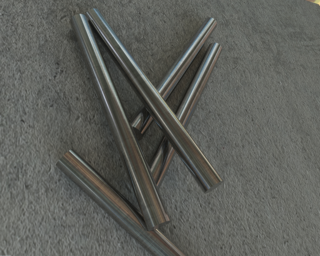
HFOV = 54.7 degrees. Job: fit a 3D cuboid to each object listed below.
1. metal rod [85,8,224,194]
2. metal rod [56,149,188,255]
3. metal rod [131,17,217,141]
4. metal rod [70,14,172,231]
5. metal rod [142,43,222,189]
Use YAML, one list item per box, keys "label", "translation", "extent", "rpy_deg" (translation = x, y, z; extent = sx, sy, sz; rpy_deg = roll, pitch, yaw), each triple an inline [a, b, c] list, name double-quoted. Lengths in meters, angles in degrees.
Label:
- label: "metal rod"
  translation: [-0.020, -0.049, 0.394]
  extent: [0.025, 0.025, 0.299]
  rpy_deg: [-18, 62, -35]
- label: "metal rod"
  translation: [0.009, 0.133, 0.327]
  extent: [0.300, 0.025, 0.025]
  rpy_deg: [43, 51, 1]
- label: "metal rod"
  translation: [0.030, -0.093, 0.475]
  extent: [0.025, 0.025, 0.301]
  rpy_deg: [36, 51, -5]
- label: "metal rod"
  translation: [-0.057, -0.026, 0.372]
  extent: [0.025, 0.025, 0.299]
  rpy_deg: [-8, 61, -32]
- label: "metal rod"
  translation: [0.040, -0.033, 0.445]
  extent: [0.025, 0.025, 0.301]
  rpy_deg: [33, 51, -7]
